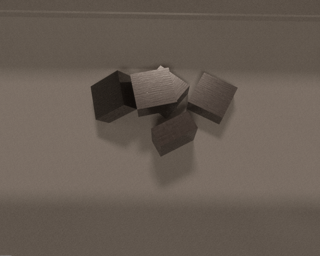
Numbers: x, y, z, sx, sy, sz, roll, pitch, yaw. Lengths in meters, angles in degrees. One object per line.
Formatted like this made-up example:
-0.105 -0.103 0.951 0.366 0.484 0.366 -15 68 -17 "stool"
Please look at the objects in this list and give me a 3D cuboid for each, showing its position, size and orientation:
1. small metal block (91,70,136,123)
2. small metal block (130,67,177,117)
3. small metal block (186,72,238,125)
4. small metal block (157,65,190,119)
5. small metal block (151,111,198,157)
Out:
-0.062 -0.040 0.411 0.050 0.025 0.050 -24 68 29 "small metal block"
-0.008 -0.046 0.400 0.050 0.025 0.050 -11 71 -4 "small metal block"
0.071 -0.041 0.425 0.050 0.025 0.050 26 72 9 "small metal block"
0.005 -0.050 0.428 0.050 0.025 0.050 37 74 12 "small metal block"
0.017 0.009 0.393 0.050 0.050 0.025 -26 73 -9 "small metal block"
